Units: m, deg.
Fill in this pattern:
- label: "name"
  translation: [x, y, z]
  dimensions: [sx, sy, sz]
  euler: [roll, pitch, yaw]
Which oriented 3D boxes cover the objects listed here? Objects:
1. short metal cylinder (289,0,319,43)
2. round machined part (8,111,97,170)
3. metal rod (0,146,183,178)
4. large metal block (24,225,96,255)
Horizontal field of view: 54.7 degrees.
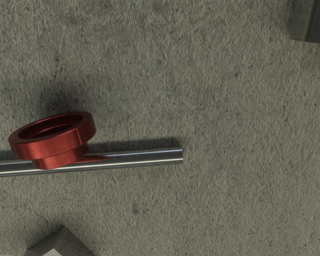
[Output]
- label: "short metal cylinder"
  translation: [0.188, -0.119, 0.339]
  dimensions: [0.081, 0.080, 0.050]
  euler: [4, 110, -2]
- label: "round machined part"
  translation: [-0.125, 0.016, 0.376]
  dimensions: [0.099, 0.098, 0.042]
  euler: [-11, 110, 4]
- label: "metal rod"
  translation: [-0.120, 0.048, 0.426]
  dimensions: [0.302, 0.025, 0.025]
  euler: [-4, 110, 1]
- label: "large metal block"
  translation: [-0.156, 0.211, 0.473]
  dimensions: [0.080, 0.050, 0.080]
  euler: [-35, 107, 12]
